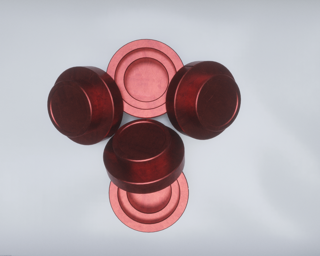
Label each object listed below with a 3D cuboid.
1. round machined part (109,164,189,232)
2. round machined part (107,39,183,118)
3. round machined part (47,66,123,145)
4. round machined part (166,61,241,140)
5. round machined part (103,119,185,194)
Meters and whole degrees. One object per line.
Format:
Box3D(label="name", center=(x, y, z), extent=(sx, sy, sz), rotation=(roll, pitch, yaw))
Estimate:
Box3D(label="round machined part", center=(-0.013, 0.080, 0.401), extent=(0.099, 0.042, 0.097), rotation=(0, 90, 0))
Box3D(label="round machined part", center=(-0.017, -0.061, 0.400), extent=(0.099, 0.042, 0.097), rotation=(0, 90, 0))
Box3D(label="round machined part", center=(-0.098, -0.026, 0.379), extent=(0.098, 0.042, 0.097), rotation=(6, 104, 26))
Box3D(label="round machined part", center=(0.060, -0.033, 0.379), extent=(0.099, 0.042, 0.097), rotation=(-7, 104, -29))
Box3D(label="round machined part", center=(-0.020, 0.026, 0.372), extent=(0.099, 0.098, 0.042), rotation=(-6, 134, 0))
